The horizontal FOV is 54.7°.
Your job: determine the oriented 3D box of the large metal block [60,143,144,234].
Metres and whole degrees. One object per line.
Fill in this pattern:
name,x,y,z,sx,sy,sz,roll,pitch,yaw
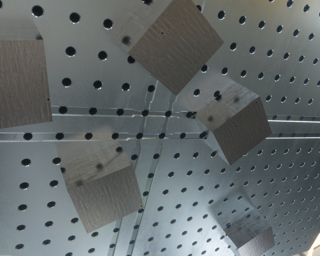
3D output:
large metal block,-0.074,0.078,0.404,0.081,0.050,0.080,-22,127,-16

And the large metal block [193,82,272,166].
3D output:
large metal block,0.107,-0.005,0.453,0.080,0.050,0.080,-37,130,-4

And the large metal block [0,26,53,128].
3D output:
large metal block,-0.149,-0.046,0.285,0.081,0.050,0.079,-10,123,-24

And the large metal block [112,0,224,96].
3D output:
large metal block,0.010,-0.096,0.342,0.080,0.050,0.080,-48,129,6

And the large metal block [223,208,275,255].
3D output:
large metal block,0.185,0.227,0.640,0.080,0.050,0.080,-31,129,-9
